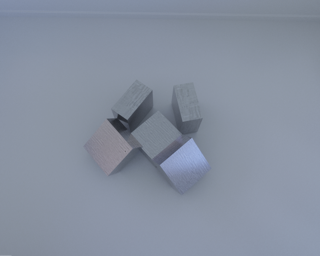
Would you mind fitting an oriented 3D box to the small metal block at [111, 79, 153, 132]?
[{"bbox_3d":[-0.034,-0.027,0.403,0.025,0.050,0.050,35,74,12],"label":"small metal block"}]

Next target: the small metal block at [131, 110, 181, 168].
[{"bbox_3d":[-0.004,0.014,0.402,0.050,0.025,0.050,-40,75,-14],"label":"small metal block"}]

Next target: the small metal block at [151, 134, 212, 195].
[{"bbox_3d":[0.027,0.044,0.378,0.050,0.025,0.050,-39,112,-14],"label":"small metal block"}]

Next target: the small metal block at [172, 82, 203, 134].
[{"bbox_3d":[0.034,-0.024,0.403,0.025,0.050,0.050,-10,70,-5],"label":"small metal block"}]

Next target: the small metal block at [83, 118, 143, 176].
[{"bbox_3d":[-0.059,0.023,0.386,0.050,0.025,0.050,47,109,14],"label":"small metal block"}]
